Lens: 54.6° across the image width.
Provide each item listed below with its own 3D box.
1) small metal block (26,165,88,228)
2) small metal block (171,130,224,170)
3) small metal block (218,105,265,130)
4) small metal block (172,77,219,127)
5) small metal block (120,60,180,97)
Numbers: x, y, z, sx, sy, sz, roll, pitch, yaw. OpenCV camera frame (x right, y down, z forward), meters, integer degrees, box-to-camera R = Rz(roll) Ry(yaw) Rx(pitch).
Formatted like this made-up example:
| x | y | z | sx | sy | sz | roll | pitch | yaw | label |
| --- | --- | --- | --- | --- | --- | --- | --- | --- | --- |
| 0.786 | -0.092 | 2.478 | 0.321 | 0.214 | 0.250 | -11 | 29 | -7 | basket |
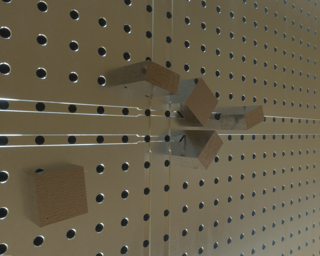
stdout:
| x | y | z | sx | sy | sz | roll | pitch | yaw | label |
| --- | --- | --- | --- | --- | --- | --- | --- | --- | --- |
| -0.105 | 0.068 | 0.320 | 0.050 | 0.025 | 0.050 | -8 | 96 | -40 | small metal block |
| 0.052 | 0.030 | 0.436 | 0.025 | 0.050 | 0.050 | 52 | 60 | -27 | small metal block |
| 0.132 | -0.017 | 0.502 | 0.050 | 0.050 | 0.025 | -24 | 105 | -37 | small metal block |
| 0.053 | -0.037 | 0.452 | 0.050 | 0.025 | 0.050 | 48 | 61 | -29 | small metal block |
| -0.012 | -0.059 | 0.382 | 0.050 | 0.050 | 0.025 | 18 | 79 | -39 | small metal block |
